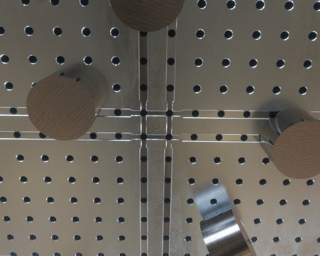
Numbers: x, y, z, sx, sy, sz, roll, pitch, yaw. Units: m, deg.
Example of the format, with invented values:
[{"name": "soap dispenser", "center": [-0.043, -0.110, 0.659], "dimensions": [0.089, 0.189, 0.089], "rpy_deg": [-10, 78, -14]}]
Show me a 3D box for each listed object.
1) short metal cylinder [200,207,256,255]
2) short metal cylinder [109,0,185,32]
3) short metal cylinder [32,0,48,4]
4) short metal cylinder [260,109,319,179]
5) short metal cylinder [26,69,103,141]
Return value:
[{"name": "short metal cylinder", "center": [0.098, 0.162, 0.445], "dimensions": [0.050, 0.080, 0.080], "rpy_deg": [-28, 108, 10]}, {"name": "short metal cylinder", "center": [-0.013, -0.150, 0.345], "dimensions": [0.081, 0.050, 0.079], "rpy_deg": [0, 110, 0]}, {"name": "short metal cylinder", "center": [-0.127, -0.177, 0.317], "dimensions": [0.050, 0.080, 0.080], "rpy_deg": [34, 106, -12]}, {"name": "short metal cylinder", "center": [0.181, 0.020, 0.409], "dimensions": [0.081, 0.050, 0.079], "rpy_deg": [0, 110, 0]}, {"name": "short metal cylinder", "center": [-0.116, -0.031, 0.388], "dimensions": [0.081, 0.050, 0.079], "rpy_deg": [0, 110, 0]}]
